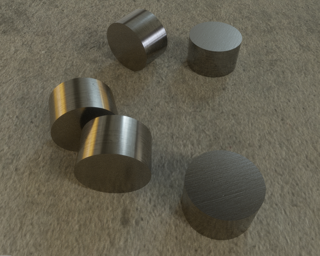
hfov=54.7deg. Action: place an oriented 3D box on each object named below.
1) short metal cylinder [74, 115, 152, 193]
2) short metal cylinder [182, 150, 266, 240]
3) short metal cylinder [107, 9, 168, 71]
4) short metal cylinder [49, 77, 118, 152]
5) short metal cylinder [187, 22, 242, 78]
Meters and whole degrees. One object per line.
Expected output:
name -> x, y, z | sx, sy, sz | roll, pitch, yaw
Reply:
short metal cylinder -> -0.049, 0.031, 0.341 | 0.081, 0.080, 0.050 | 0, 50, -1
short metal cylinder -> 0.065, 0.070, 0.329 | 0.081, 0.050, 0.080 | 0, 50, 0
short metal cylinder -> -0.036, -0.136, 0.482 | 0.080, 0.080, 0.050 | 31, 57, 23
short metal cylinder -> -0.092, -0.015, 0.379 | 0.081, 0.080, 0.050 | -12, 51, -10
short metal cylinder -> 0.085, -0.126, 0.494 | 0.081, 0.050, 0.080 | 0, 50, 0
